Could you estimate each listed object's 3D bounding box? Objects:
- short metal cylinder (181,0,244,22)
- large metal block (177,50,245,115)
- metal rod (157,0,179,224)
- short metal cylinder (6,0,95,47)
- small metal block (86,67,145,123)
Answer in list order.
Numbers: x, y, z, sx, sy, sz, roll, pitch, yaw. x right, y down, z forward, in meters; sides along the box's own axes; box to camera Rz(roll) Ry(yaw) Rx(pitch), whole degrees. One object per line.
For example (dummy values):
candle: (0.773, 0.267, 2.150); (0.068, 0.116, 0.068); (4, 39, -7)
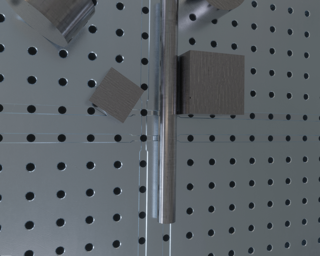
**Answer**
short metal cylinder: (0.073, -0.194, 0.426); (0.081, 0.050, 0.079); (0, 90, -20)
large metal block: (0.067, -0.058, 0.424); (0.081, 0.050, 0.079); (0, 90, -20)
metal rod: (0.010, -0.024, 0.416); (0.025, 0.025, 0.298); (1, 90, -20)
short metal cylinder: (-0.119, -0.135, 0.339); (0.080, 0.080, 0.050); (38, 78, -16)
small metal block: (-0.057, -0.040, 0.392); (0.050, 0.025, 0.050); (35, 79, -17)
